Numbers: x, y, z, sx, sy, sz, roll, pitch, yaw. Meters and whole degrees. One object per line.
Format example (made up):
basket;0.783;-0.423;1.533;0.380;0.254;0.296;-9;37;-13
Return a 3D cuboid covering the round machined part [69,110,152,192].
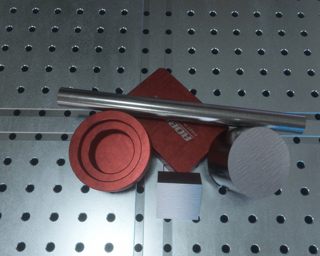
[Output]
round machined part;-0.058;0.030;0.386;0.099;0.042;0.098;-1;76;4

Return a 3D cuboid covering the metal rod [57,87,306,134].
metal rod;0.025;-0.022;0.386;0.302;0.025;0.025;7;70;2

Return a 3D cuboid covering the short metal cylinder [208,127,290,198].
short metal cylinder;0.104;0.039;0.369;0.081;0.050;0.079;0;89;-17

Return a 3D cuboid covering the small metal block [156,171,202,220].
small metal block;0.021;0.080;0.368;0.050;0.025;0.050;3;113;0

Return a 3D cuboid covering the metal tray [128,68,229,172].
metal tray;0.015;-0.008;0.413;0.090;0.030;0.130;-42;76;-14
